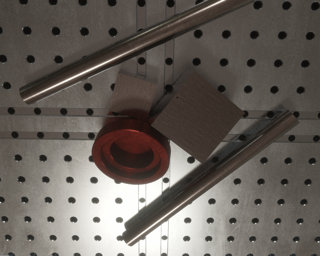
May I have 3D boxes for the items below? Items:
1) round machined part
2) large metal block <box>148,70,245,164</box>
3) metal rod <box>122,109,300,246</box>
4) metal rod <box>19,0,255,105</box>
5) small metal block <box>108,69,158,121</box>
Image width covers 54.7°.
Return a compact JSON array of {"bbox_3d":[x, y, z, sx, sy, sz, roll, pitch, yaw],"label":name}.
[{"bbox_3d":[-0.035,0.026,0.403,0.099,0.042,0.097,4,130,5],"label":"round machined part"},{"bbox_3d":[0.042,-0.016,0.387,0.080,0.050,0.080,38,94,-13],"label":"large metal block"},{"bbox_3d":[0.063,0.077,0.442,0.300,0.025,0.025,-40,106,13],"label":"metal rod"},{"bbox_3d":[-0.034,-0.099,0.376,0.301,0.025,0.025,-23,109,7],"label":"metal rod"},{"bbox_3d":[-0.034,-0.042,0.397,0.050,0.025,0.050,16,109,-6],"label":"small metal block"}]
